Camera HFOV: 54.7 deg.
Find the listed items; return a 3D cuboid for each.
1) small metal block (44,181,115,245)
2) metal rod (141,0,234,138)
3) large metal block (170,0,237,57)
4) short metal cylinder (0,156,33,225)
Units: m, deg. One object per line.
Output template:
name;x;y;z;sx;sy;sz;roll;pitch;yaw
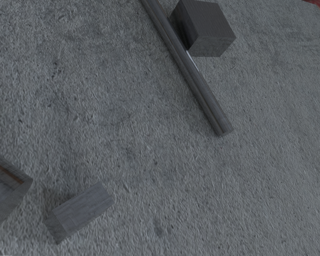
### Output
small metal block;-0.078;0.082;0.297;0.050;0.050;0.025;-29;79;-38
metal rod;0.032;-0.120;0.495;0.025;0.025;0.299;-15;70;-35
large metal block;0.071;-0.170;0.532;0.081;0.050;0.080;-7;66;-32
short metal cylinder;-0.152;0.059;0.251;0.050;0.080;0.080;38;51;-4
